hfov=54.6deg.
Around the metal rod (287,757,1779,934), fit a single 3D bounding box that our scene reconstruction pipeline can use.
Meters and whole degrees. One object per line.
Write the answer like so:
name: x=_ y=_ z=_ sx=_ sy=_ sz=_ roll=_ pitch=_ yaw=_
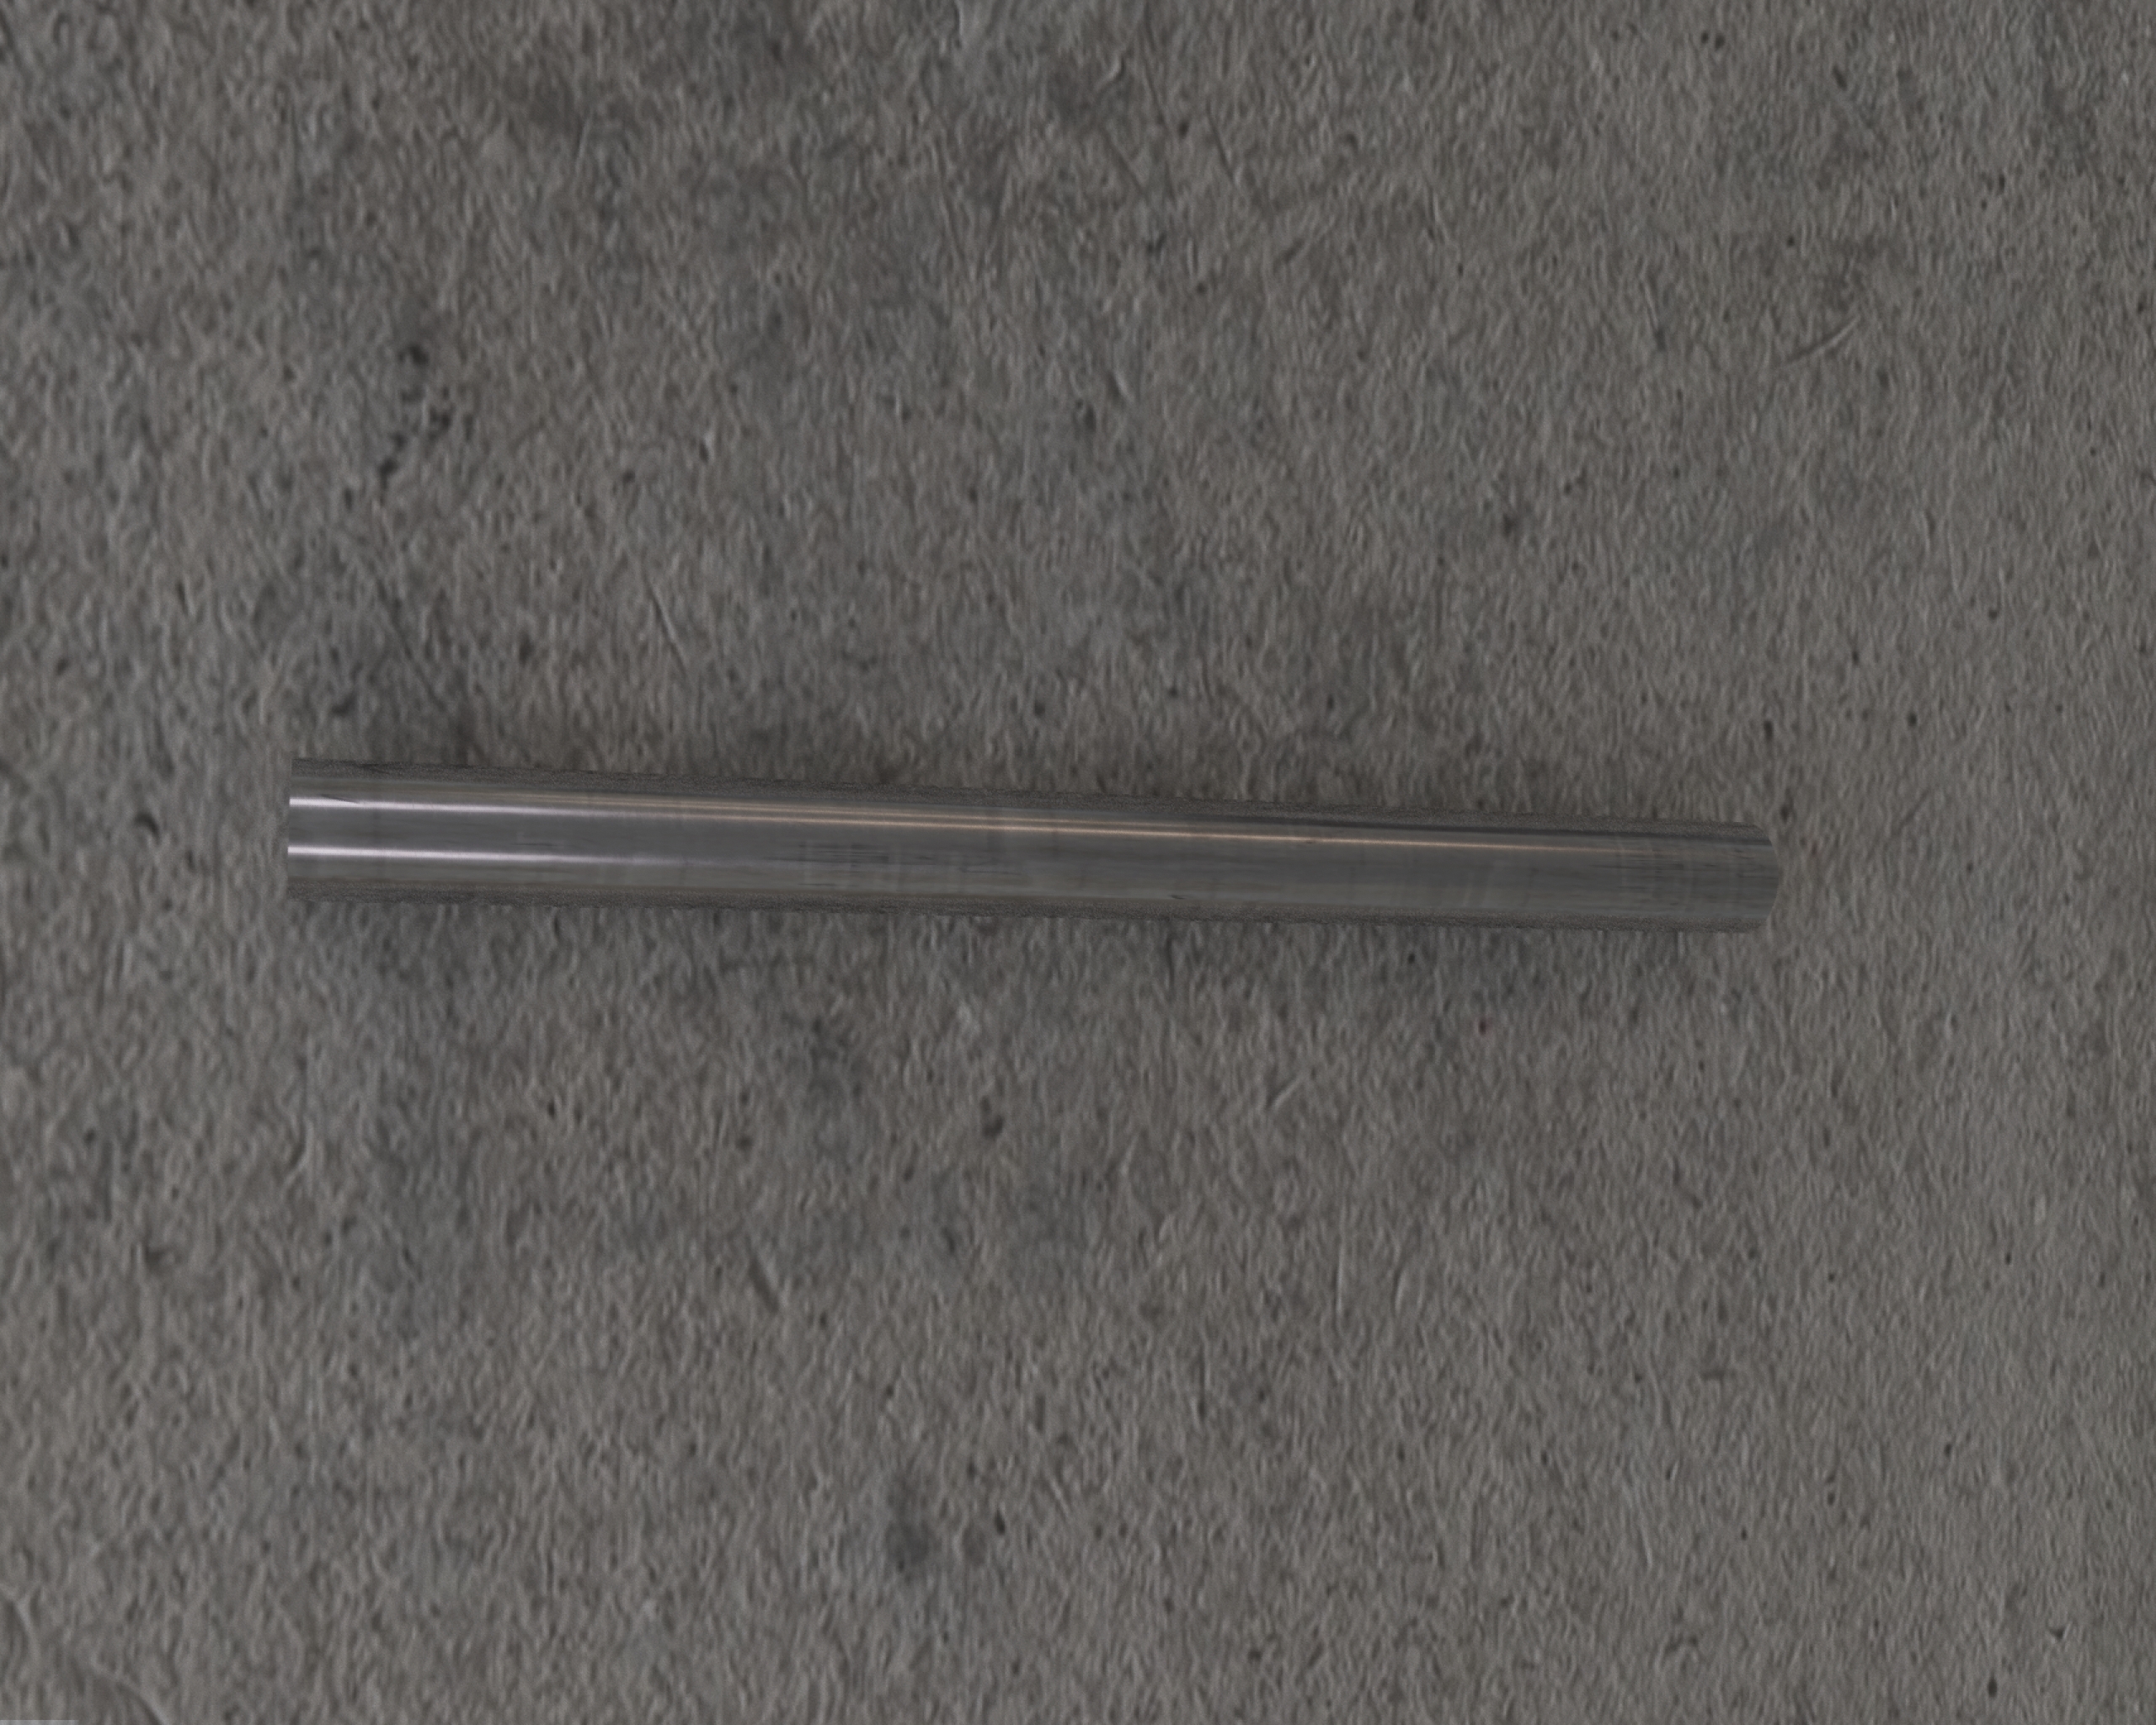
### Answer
metal rod: x=0.006 y=-0.001 z=0.412 sx=0.302 sy=0.025 sz=0.025 roll=2 pitch=90 yaw=-20
